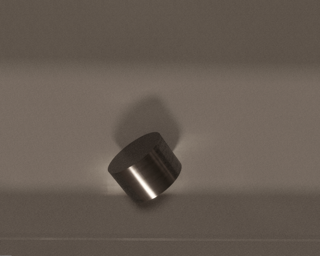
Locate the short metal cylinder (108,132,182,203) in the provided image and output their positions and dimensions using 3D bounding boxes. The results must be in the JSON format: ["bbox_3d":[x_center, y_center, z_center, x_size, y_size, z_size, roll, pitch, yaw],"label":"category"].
[{"bbox_3d":[-0.019,0.049,0.400,0.080,0.080,0.050,-31,107,10],"label":"short metal cylinder"}]
